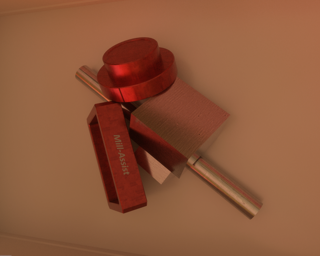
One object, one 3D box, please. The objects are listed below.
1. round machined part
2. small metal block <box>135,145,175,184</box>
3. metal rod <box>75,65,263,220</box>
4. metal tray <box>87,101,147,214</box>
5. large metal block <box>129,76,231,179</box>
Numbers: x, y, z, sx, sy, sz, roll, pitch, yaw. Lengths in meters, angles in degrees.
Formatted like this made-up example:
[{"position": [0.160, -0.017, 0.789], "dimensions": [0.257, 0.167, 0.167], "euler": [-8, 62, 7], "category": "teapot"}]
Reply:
[{"position": [-0.031, -0.077, 0.378], "dimensions": [0.098, 0.098, 0.042], "euler": [-2, 130, 19], "category": "round machined part"}, {"position": [-0.002, 0.042, 0.395], "dimensions": [0.050, 0.050, 0.025], "euler": [40, 103, 15], "category": "small metal block"}, {"position": [0.001, 0.010, 0.408], "dimensions": [0.300, 0.025, 0.025], "euler": [38, 102, 15], "category": "metal rod"}, {"position": [-0.059, 0.038, 0.396], "dimensions": [0.030, 0.090, 0.129], "euler": [-13, 84, -22], "category": "metal tray"}, {"position": [0.021, -0.002, 0.366], "dimensions": [0.080, 0.050, 0.080], "euler": [39, 59, 15], "category": "large metal block"}]
